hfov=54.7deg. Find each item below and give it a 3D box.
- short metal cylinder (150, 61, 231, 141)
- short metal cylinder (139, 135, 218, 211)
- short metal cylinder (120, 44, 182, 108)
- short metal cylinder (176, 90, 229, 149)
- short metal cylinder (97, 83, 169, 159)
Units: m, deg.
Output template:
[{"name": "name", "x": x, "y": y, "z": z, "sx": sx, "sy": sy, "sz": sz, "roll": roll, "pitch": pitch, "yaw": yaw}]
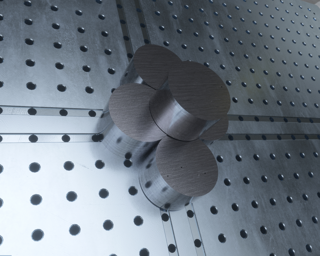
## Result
[{"name": "short metal cylinder", "x": 0.035, "y": -0.031, "z": 0.364, "sx": 0.081, "sy": 0.050, "sz": 0.080, "roll": 14, "pitch": 56, "yaw": -21}, {"name": "short metal cylinder", "x": 0.022, "y": 0.052, "z": 0.371, "sx": 0.081, "sy": 0.050, "sz": 0.080, "roll": 14, "pitch": 54, "yaw": -20}, {"name": "short metal cylinder", "x": -0.008, "y": -0.068, "z": 0.428, "sx": 0.081, "sy": 0.050, "sz": 0.080, "roll": 14, "pitch": 56, "yaw": -22}, {"name": "short metal cylinder", "x": 0.045, "y": -0.008, "z": 0.420, "sx": 0.081, "sy": 0.050, "sz": 0.080, "roll": 14, "pitch": 56, "yaw": -21}, {"name": "short metal cylinder", "x": -0.031, "y": -0.008, "z": 0.380, "sx": 0.081, "sy": 0.050, "sz": 0.080, "roll": 14, "pitch": 56, "yaw": -21}]
